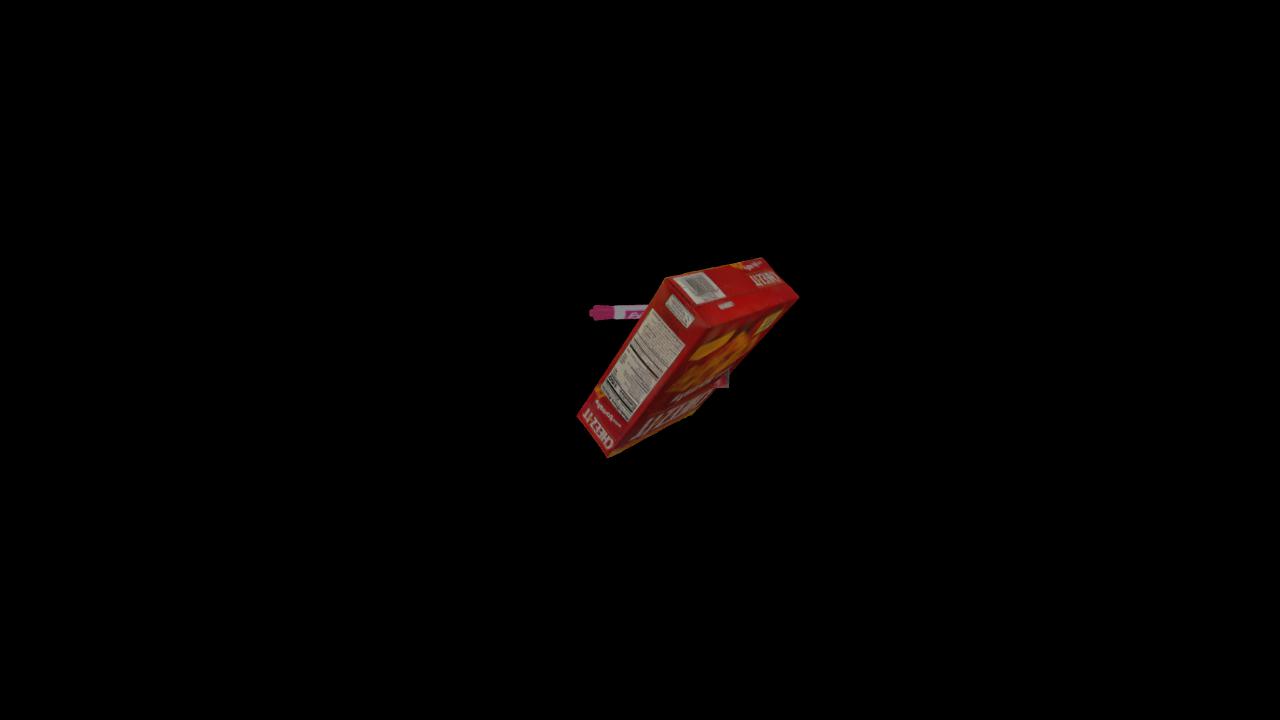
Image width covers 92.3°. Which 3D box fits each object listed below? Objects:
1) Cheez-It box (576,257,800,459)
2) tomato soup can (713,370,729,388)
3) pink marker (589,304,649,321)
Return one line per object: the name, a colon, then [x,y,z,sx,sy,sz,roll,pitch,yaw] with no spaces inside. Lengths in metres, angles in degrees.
Cheez-It box: [0.047,-0.002,0.665,0.166,0.071,0.223,-19,-26,-45]
tomato soup can: [0.053,0.003,0.732,0.101,0.068,0.068,-3,0,5]
pink marker: [-0.003,-0.059,0.751,0.121,0.020,0.020,-3,1,-20]
